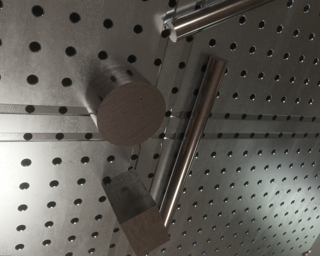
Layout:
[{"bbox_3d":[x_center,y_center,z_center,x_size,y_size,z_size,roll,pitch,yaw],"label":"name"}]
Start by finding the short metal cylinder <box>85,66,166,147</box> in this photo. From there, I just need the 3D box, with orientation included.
[{"bbox_3d":[-0.040,-0.025,0.359,0.081,0.050,0.079,-14,124,-21],"label":"short metal cylinder"}]

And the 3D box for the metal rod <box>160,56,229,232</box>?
[{"bbox_3d":[0.039,0.041,0.459,0.025,0.025,0.298,1,118,-30],"label":"metal rod"}]

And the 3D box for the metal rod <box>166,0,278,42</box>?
[{"bbox_3d":[0.146,-0.172,0.386,0.302,0.025,0.025,-25,128,-13],"label":"metal rod"}]

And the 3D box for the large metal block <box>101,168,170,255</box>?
[{"bbox_3d":[-0.034,0.117,0.431,0.050,0.080,0.080,-26,128,-13],"label":"large metal block"}]
